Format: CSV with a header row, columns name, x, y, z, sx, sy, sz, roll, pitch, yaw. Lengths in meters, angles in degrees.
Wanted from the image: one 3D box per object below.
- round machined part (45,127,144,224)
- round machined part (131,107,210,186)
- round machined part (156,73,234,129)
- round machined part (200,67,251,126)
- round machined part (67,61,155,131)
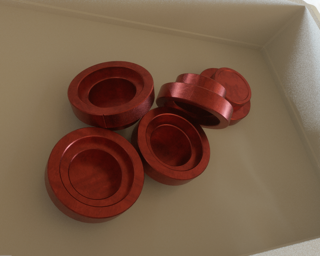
name,x,y,z,sx,sy,sz,roll,pitch,yaw
round machined part,-0.070,0.051,0.327,0.099,0.042,0.098,14,56,-21
round machined part,0.010,0.025,0.386,0.099,0.042,0.098,14,56,-21
round machined part,0.048,-0.037,0.404,0.099,0.098,0.042,23,77,-15
round machined part,0.103,-0.056,0.487,0.099,0.042,0.098,14,56,-21
round machined part,-0.055,-0.035,0.369,0.099,0.042,0.098,-2,46,2
